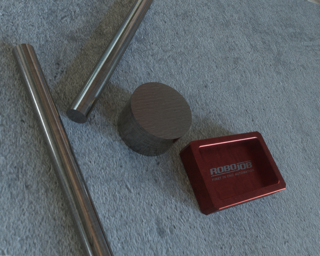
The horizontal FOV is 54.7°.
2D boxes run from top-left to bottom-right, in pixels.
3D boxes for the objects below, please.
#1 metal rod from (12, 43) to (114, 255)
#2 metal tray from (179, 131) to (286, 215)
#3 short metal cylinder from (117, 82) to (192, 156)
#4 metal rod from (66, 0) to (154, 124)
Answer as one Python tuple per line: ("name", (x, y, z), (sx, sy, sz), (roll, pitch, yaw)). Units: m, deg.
("metal rod", (-0.101, 0.035, 0.327), (0.025, 0.025, 0.299), (-14, 69, -34))
("metal tray", (0.100, 0.056, 0.419), (0.131, 0.030, 0.090), (-7, 65, -31))
("short metal cylinder", (-0.007, -0.011, 0.390), (0.081, 0.050, 0.080), (14, 56, -21))
("metal rod", (-0.057, -0.126, 0.449), (0.025, 0.025, 0.300), (28, 52, -11))
